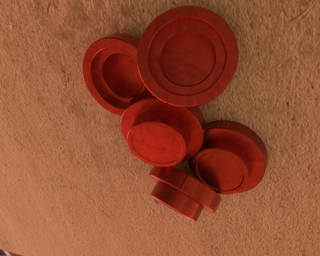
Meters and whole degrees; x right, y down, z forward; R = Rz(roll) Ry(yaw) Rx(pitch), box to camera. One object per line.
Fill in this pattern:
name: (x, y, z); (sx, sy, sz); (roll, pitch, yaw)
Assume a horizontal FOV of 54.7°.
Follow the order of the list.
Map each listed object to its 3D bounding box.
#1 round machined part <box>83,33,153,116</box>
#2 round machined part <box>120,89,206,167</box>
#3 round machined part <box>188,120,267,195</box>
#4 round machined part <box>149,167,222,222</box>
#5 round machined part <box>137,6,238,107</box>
round machined part: (-0.041, -0.066, 0.376); (0.098, 0.042, 0.097); (13, 124, 20)
round machined part: (0.001, 0.007, 0.357); (0.098, 0.042, 0.097); (9, 131, 10)
round machined part: (0.078, 0.042, 0.381); (0.098, 0.042, 0.097); (13, 124, 20)
round machined part: (0.027, 0.087, 0.403); (0.098, 0.042, 0.098); (29, 167, 8)
round machined part: (0.029, -0.070, 0.320); (0.098, 0.042, 0.097); (0, 92, 10)
